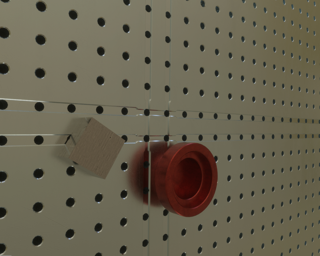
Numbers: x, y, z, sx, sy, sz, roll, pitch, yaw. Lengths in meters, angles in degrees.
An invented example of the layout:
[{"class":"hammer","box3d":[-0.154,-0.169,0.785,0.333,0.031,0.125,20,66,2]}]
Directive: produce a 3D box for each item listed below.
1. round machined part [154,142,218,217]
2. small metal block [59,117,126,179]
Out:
[{"class":"round machined part","box3d":[0.031,0.068,0.424,0.099,0.042,0.097,0,90,-40]},{"class":"small metal block","box3d":[-0.075,0.023,0.346,0.050,0.025,0.050,39,66,-33]}]
